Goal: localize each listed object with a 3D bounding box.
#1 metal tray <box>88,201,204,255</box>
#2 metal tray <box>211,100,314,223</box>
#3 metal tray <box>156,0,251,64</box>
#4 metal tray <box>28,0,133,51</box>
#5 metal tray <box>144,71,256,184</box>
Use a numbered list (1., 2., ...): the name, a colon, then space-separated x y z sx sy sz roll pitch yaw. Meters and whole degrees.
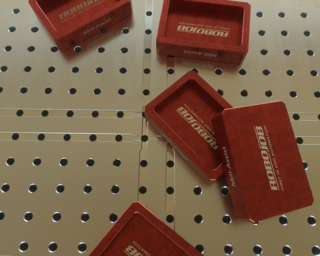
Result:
1. metal tray: -0.007 0.158 0.351 0.130 0.030 0.090 37 74 12
2. metal tray: 0.122 0.037 0.373 0.091 0.030 0.129 -9 80 -19
3. metal tray: 0.065 -0.149 0.463 0.131 0.030 0.090 8 70 3
4. metal tray: -0.120 -0.187 0.476 0.131 0.030 0.090 -33 73 -11
5. metal tray: 0.054 -0.003 0.410 0.090 0.030 0.130 -40 75 -13
